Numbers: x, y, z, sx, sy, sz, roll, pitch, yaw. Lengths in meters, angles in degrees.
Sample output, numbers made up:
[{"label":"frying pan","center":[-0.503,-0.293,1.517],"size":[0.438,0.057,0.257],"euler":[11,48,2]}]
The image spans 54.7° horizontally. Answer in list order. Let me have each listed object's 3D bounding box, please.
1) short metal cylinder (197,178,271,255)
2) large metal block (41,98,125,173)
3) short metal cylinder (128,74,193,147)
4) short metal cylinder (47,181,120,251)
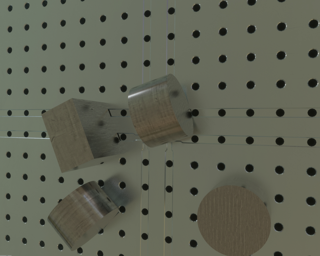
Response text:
[{"label":"short metal cylinder","center":[0.089,0.103,0.368],"size":[0.080,0.050,0.079],"euler":[0,90,20]},{"label":"large metal block","center":[-0.101,0.009,0.419],"size":[0.050,0.080,0.080],"euler":[-24,82,18]},{"label":"short metal cylinder","center":[0.003,-0.021,0.382],"size":[0.050,0.080,0.080],"euler":[-18,84,19]},{"label":"short metal cylinder","center":[-0.102,0.118,0.419],"size":[0.050,0.080,0.080],"euler":[45,104,14]}]
